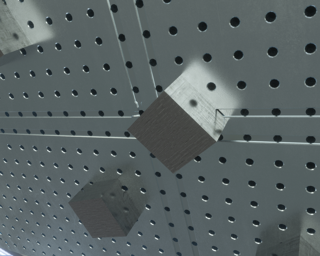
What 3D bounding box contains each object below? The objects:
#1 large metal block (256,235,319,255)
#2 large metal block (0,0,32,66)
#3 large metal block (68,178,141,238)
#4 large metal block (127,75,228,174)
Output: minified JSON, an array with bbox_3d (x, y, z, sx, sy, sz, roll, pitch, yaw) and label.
[{"bbox_3d":[0.186,0.206,0.424,0.080,0.050,0.080,43,129,-2],"label":"large metal block"},{"bbox_3d":[-0.246,-0.132,0.440,0.080,0.050,0.080,-18,109,35],"label":"large metal block"},{"bbox_3d":[-0.094,0.138,0.528,0.080,0.050,0.080,-16,110,34],"label":"large metal block"},{"bbox_3d":[0.021,-0.003,0.381,0.080,0.050,0.080,44,129,-3],"label":"large metal block"}]
